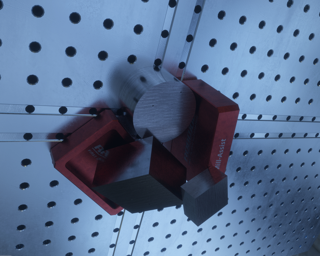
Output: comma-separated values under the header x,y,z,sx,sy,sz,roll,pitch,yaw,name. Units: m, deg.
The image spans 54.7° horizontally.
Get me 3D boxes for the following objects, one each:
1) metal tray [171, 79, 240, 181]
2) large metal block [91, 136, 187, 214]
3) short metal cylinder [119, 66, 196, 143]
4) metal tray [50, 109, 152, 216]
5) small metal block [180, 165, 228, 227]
x,y,z,sx,sy,sz,roll,pitch,yaw,name
0.053,0.012,0.407,0.030,0.090,0.129,-9,123,-24,metal tray
-0.022,0.061,0.382,0.080,0.050,0.080,-18,136,27,large metal block
-0.004,-0.029,0.377,0.081,0.050,0.079,-14,125,-21,short metal cylinder
-0.064,0.049,0.403,0.090,0.030,0.130,-37,130,-4,metal tray
0.054,0.081,0.371,0.050,0.025,0.050,-29,130,-25,small metal block
